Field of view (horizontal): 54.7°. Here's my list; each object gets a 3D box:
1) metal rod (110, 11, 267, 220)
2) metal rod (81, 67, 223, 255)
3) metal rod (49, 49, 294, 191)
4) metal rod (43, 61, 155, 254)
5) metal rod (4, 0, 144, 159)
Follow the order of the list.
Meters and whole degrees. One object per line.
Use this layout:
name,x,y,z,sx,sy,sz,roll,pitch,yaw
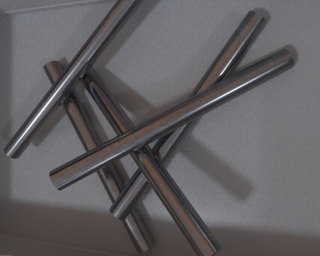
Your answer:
metal rod,0.031,-0.011,0.385,0.025,0.025,0.299,37,96,16
metal rod,-0.028,0.022,0.379,0.025,0.025,0.300,-45,61,14
metal rod,0.015,-0.010,0.355,0.301,0.025,0.025,-28,81,-2
metal rod,-0.091,0.034,0.441,0.025,0.025,0.299,-33,80,17
metal rod,-0.123,-0.068,0.423,0.025,0.025,0.299,47,106,13
